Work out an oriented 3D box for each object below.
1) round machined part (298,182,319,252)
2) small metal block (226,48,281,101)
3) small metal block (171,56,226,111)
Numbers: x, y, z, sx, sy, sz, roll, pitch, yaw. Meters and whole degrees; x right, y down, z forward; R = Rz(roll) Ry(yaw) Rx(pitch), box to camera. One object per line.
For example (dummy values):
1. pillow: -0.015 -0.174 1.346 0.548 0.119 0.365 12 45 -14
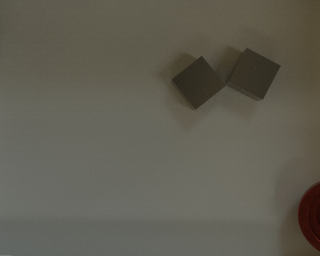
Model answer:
1. round machined part: 0.230 0.112 0.394 0.098 0.042 0.097 -1 88 25
2. small metal block: 0.123 -0.070 0.413 0.050 0.025 0.050 28 90 -1
3. small metal block: 0.050 -0.059 0.412 0.050 0.025 0.050 -39 91 0
